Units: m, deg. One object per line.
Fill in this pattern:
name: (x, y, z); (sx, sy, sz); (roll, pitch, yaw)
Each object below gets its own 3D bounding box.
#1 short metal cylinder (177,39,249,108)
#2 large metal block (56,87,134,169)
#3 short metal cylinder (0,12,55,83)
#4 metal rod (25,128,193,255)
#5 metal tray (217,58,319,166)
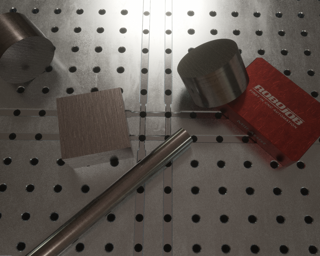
short metal cylinder: (0.070, -0.072, 0.405); (0.080, 0.050, 0.080); (-21, 37, 17)
large metal block: (-0.082, 0.001, 0.397); (0.081, 0.050, 0.080); (-10, 71, -4)
short metal cylinder: (-0.193, -0.107, 0.419); (0.080, 0.080, 0.050); (-40, 75, -13)
metal rod: (-0.079, 0.101, 0.373); (0.301, 0.025, 0.025); (-39, 75, -13)
metal tray: (0.153, -0.024, 0.420); (0.130, 0.030, 0.090); (43, 75, 14)
